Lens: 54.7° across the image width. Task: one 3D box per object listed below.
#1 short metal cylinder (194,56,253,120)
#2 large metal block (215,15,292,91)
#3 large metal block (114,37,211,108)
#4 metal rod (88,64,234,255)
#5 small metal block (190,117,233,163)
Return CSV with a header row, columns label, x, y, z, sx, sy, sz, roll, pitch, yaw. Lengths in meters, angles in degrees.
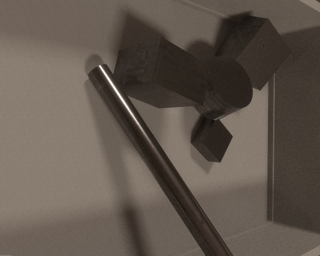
label,x,y,z,sx,sy,sz,roll,pitch,yaw
short metal cylinder,0.088,-0.057,0.451,0.081,0.050,0.080,13,65,-30
large metal block,0.151,-0.121,0.500,0.080,0.050,0.080,35,95,-35
large metal block,0.000,-0.061,0.373,0.080,0.080,0.050,19,78,-39
metal rod,0.012,0.059,0.340,0.025,0.025,0.299,-31,85,-36
small metal block,0.081,0.018,0.477,0.050,0.025,0.050,46,63,-31
